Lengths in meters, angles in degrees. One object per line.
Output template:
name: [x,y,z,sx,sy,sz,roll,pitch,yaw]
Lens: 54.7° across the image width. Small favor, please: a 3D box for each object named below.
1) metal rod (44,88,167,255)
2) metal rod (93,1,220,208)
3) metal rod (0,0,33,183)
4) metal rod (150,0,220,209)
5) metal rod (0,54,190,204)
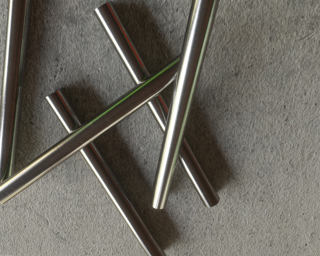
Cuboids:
metal rod: [-0.068,0.080,0.438,0.025,0.025,0.299,-25,108,9]
metal rod: [0.004,-0.017,0.403,0.025,0.025,0.299,-27,108,9]
metal rod: [-0.182,-0.059,0.386,0.025,0.025,0.298,13,110,-5]
metal rod: [0.021,-0.012,0.366,0.025,0.025,0.298,9,125,-3]
metal rod: [-0.092,0.008,0.383,0.300,0.025,0.025,-34,107,11]
